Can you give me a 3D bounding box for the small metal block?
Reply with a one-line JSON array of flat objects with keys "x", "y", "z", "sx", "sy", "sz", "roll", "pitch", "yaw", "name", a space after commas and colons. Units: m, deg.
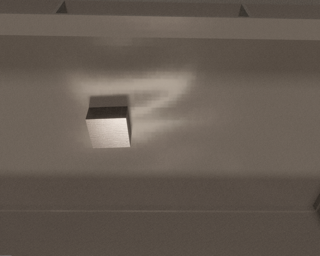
[{"x": -0.066, "y": -0.001, "z": 0.408, "sx": 0.050, "sy": 0.025, "sz": 0.050, "roll": -2, "pitch": 130, "yaw": 1, "name": "small metal block"}]
